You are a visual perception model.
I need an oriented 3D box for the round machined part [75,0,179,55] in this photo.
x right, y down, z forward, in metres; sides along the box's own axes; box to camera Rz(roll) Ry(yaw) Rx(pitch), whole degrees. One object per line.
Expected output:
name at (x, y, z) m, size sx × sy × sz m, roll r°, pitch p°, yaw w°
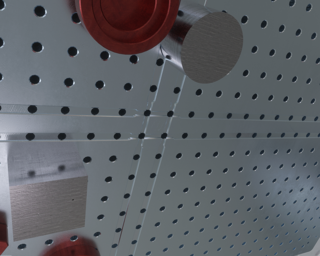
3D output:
round machined part at (-0.034, -0.126, 0.304) m, size 0.099 × 0.042 × 0.097 m, roll -14°, pitch 124°, yaw -21°

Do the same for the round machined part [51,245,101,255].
round machined part at (-0.132, 0.230, 0.470) m, size 0.099 × 0.042 × 0.097 m, roll -14°, pitch 124°, yaw -21°

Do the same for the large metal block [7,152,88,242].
large metal block at (-0.135, 0.080, 0.371) m, size 0.081 × 0.050 × 0.079 m, roll -4°, pitch 121°, yaw -26°

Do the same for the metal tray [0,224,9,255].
metal tray at (-0.258, 0.162, 0.367) m, size 0.090 × 0.030 × 0.130 m, roll 34°, pitch 99°, yaw -39°

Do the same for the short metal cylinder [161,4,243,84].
short metal cylinder at (0.048, -0.098, 0.361) m, size 0.081 × 0.050 × 0.079 m, roll -14°, pitch 124°, yaw -21°
